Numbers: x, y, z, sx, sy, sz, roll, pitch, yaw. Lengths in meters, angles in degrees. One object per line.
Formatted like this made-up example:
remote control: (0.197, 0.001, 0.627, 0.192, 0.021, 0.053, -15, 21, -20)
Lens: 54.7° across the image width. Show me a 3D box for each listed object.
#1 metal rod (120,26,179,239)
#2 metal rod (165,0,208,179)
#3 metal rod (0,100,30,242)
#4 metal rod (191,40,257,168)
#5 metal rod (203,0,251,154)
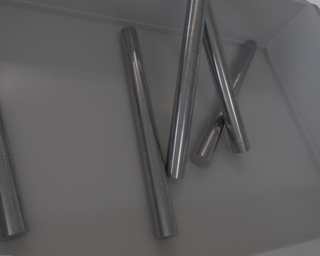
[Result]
metal rod: (-0.019, -0.013, 0.402, 0.025, 0.025, 0.299, 2, 61, -27)
metal rod: (0.037, -0.088, 0.384, 0.025, 0.025, 0.298, 8, 89, -24)
metal rod: (-0.184, -0.033, 0.326, 0.025, 0.025, 0.299, -10, 67, -32)
metal rod: (0.114, -0.057, 0.501, 0.025, 0.025, 0.301, 35, 51, -5)
metal rod: (0.074, -0.109, 0.424, 0.025, 0.025, 0.298, -23, 99, -36)
